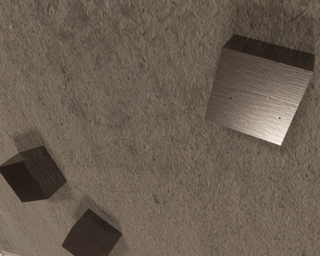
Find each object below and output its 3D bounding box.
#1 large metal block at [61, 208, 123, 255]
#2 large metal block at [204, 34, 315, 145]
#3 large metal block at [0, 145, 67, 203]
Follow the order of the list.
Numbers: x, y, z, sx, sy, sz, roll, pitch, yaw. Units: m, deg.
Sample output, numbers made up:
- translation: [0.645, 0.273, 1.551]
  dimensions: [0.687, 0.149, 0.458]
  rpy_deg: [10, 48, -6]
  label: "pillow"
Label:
- translation: [-0.130, 0.213, 0.589]
  dimensions: [0.080, 0.050, 0.079]
  rpy_deg: [36, 129, 3]
  label: "large metal block"
- translation: [0.098, -0.040, 0.314]
  dimensions: [0.080, 0.050, 0.079]
  rpy_deg: [20, 126, 16]
  label: "large metal block"
- translation: [-0.231, 0.085, 0.562]
  dimensions: [0.080, 0.050, 0.080]
  rpy_deg: [-15, 111, 33]
  label: "large metal block"
